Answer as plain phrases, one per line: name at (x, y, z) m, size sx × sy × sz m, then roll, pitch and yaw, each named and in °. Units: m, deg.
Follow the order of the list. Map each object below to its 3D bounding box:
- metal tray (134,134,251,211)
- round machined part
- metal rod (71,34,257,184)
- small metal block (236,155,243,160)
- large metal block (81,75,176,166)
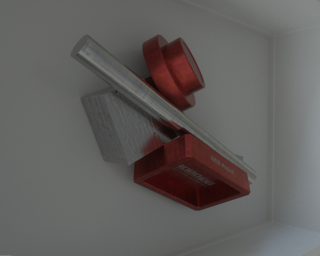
metal tray at (0.042, 0.063, 0.396) m, size 0.130 × 0.090 × 0.030 m, roll 33°, pitch 42°, yaw -36°
round machined part at (0.022, -0.071, 0.380) m, size 0.098 × 0.042 × 0.098 m, roll 54°, pitch 20°, yaw -30°
metal rod at (0.028, -0.002, 0.363) m, size 0.301 × 0.025 × 0.025 m, roll 36°, pitch 68°, yaw -35°
small metal block at (0.095, 0.064, 0.470) m, size 0.025 × 0.050 × 0.050 m, roll 19°, pitch 78°, yaw -39°
large metal block at (-0.033, -0.012, 0.362) m, size 0.081 × 0.050 × 0.080 m, roll -29°, pitch 108°, yaw -37°
